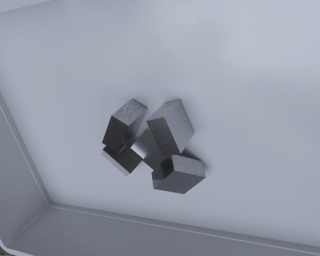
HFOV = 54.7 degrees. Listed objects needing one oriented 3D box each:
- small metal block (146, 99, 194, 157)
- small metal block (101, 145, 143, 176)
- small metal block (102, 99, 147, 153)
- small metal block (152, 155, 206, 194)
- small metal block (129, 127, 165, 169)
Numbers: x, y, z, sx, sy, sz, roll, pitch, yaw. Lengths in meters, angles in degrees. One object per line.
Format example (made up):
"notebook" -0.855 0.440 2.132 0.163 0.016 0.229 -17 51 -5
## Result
"small metal block" 0.014 -0.001 0.381 0.025 0.050 0.050 -12 112 32
"small metal block" -0.056 0.042 0.445 0.050 0.025 0.050 41 162 -1
"small metal block" -0.047 -0.003 0.411 0.025 0.050 0.050 32 128 7
"small metal block" 0.024 0.063 0.415 0.050 0.025 0.050 16 135 -29
"small metal block" -0.006 0.025 0.423 0.050 0.025 0.050 41 129 0
